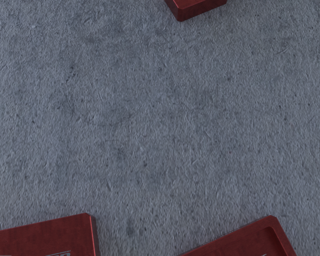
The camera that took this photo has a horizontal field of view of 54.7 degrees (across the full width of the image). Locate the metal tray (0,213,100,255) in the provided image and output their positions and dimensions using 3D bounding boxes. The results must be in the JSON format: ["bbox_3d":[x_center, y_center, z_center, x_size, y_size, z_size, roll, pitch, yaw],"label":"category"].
[{"bbox_3d":[-0.135,0.154,0.348,0.131,0.030,0.090,-11,70,-4],"label":"metal tray"}]

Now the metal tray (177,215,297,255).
[{"bbox_3d":[0.088,0.165,0.345,0.131,0.030,0.090,-21,72,-8],"label":"metal tray"}]

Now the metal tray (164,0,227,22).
[{"bbox_3d":[0.040,-0.241,0.494,0.091,0.030,0.130,-25,72,-9],"label":"metal tray"}]
